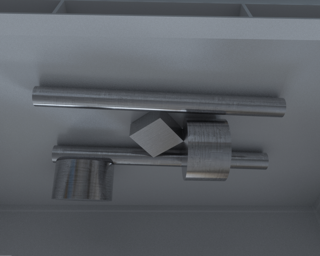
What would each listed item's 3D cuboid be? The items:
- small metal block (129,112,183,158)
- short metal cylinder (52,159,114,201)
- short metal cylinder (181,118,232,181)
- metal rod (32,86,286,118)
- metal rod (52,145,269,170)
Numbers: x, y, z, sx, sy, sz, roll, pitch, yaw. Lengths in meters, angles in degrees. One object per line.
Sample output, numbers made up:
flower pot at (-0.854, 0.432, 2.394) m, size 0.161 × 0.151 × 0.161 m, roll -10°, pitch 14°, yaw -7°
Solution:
small metal block at (-0.004, 0.006, 0.412) m, size 0.050 × 0.025 × 0.050 m, roll -31°, pitch 124°, yaw 23°
short metal cylinder at (-0.105, 0.075, 0.430) m, size 0.081 × 0.050 × 0.080 m, roll 1°, pitch 164°, yaw 1°
short metal cylinder at (0.056, 0.027, 0.395) m, size 0.050 × 0.080 × 0.079 m, roll 1°, pitch 130°, yaw -2°
metal rod at (0.002, -0.032, 0.379) m, size 0.302 × 0.025 × 0.025 m, roll 2°, pitch 130°, yaw -3°
metal rod at (0.002, 0.042, 0.443) m, size 0.302 × 0.025 × 0.025 m, roll 2°, pitch 130°, yaw -3°
